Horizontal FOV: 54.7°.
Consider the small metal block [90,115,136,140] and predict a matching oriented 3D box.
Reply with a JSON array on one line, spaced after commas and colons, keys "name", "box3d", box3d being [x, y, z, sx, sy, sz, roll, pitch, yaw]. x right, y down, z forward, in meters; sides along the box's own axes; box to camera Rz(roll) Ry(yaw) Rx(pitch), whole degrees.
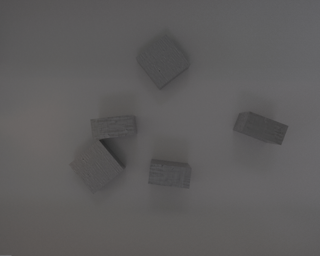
[{"name": "small metal block", "box3d": [-0.058, -0.001, 0.398, 0.050, 0.050, 0.025, -7, 90, 0]}]

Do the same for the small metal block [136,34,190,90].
[{"name": "small metal block", "box3d": [0.004, -0.086, 0.411, 0.050, 0.025, 0.050, -38, 90, 0]}]

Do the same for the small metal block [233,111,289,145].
[{"name": "small metal block", "box3d": [0.128, 0.000, 0.400, 0.050, 0.050, 0.025, 21, 90, 0]}]

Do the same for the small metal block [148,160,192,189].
[{"name": "small metal block", "box3d": [0.012, 0.058, 0.399, 0.050, 0.050, 0.025, 7, 90, 0]}]

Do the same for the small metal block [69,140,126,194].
[{"name": "small metal block", "box3d": [-0.082, 0.050, 0.411, 0.050, 0.025, 0.050, -40, 90, 0]}]
